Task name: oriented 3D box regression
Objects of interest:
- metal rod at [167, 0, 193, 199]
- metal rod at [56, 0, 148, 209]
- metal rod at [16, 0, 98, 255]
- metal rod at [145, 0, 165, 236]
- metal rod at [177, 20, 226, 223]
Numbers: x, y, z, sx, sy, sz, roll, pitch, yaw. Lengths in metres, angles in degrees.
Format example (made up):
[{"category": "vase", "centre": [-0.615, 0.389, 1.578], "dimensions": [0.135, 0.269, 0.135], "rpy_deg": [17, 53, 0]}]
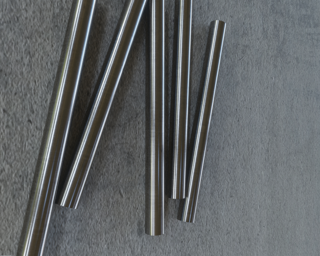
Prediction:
[{"category": "metal rod", "centre": [0.028, -0.055, 0.427], "dimensions": [0.025, 0.025, 0.298], "rpy_deg": [4, 88, -40]}, {"category": "metal rod", "centre": [-0.057, -0.059, 0.356], "dimensions": [0.025, 0.025, 0.299], "rpy_deg": [26, 73, -37]}, {"category": "metal rod", "centre": [-0.104, -0.005, 0.317], "dimensions": [0.025, 0.025, 0.299], "rpy_deg": [16, 80, -39]}, {"category": "metal rod", "centre": [-0.006, -0.015, 0.398], "dimensions": [0.025, 0.025, 0.298], "rpy_deg": [0, 90, -40]}, {"category": "metal rod", "centre": [0.063, -0.015, 0.457], "dimensions": [0.025, 0.025, 0.299], "rpy_deg": [18, 79, -39]}]
